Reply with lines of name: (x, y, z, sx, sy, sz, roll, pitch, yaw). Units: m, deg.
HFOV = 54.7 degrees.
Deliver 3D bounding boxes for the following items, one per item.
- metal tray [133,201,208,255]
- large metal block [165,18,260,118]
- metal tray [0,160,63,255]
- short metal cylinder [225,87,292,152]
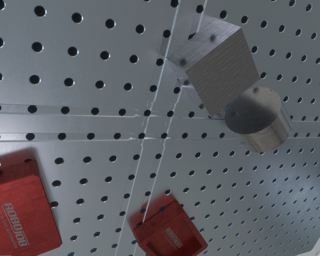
metal tray: (0.022, 0.194, 0.540, 0.090, 0.030, 0.130, -35, 129, -6)
large metal block: (0.067, -0.074, 0.386, 0.080, 0.050, 0.080, -39, 129, -2)
metal tray: (-0.180, 0.109, 0.377, 0.091, 0.030, 0.129, -16, 125, -19)
short metal cylinder: (0.141, -0.012, 0.445, 0.080, 0.080, 0.050, -44, 129, 2)
